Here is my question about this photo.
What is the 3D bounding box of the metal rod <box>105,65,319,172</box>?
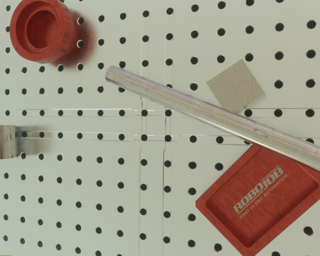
[{"bbox_3d":[0.054,-0.019,0.371,0.300,0.025,0.025,25,98,26],"label":"metal rod"}]

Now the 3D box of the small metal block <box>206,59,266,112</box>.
[{"bbox_3d":[0.093,-0.048,0.379,0.050,0.025,0.050,-33,80,16],"label":"small metal block"}]

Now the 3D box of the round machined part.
[{"bbox_3d":[-0.169,-0.145,0.462,0.098,0.042,0.097,0,90,19],"label":"round machined part"}]

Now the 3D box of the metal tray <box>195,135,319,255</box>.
[{"bbox_3d":[0.118,0.077,0.368,0.090,0.030,0.130,45,103,14],"label":"metal tray"}]

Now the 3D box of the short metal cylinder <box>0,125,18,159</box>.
[{"bbox_3d":[-0.263,0.023,0.474,0.080,0.080,0.050,-4,89,19],"label":"short metal cylinder"}]
